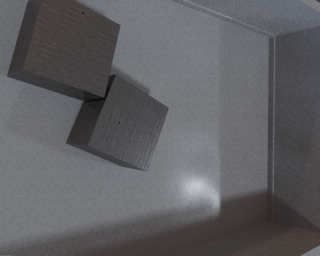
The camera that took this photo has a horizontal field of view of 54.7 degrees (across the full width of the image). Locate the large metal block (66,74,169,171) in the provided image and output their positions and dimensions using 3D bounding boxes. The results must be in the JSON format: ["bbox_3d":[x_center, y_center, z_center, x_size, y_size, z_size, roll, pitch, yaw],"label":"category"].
[{"bbox_3d":[-0.046,-0.004,0.353,0.080,0.050,0.080,30,71,-36],"label":"large metal block"}]

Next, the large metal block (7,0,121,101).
[{"bbox_3d":[-0.095,-0.079,0.312,0.080,0.050,0.080,18,79,-39],"label":"large metal block"}]
